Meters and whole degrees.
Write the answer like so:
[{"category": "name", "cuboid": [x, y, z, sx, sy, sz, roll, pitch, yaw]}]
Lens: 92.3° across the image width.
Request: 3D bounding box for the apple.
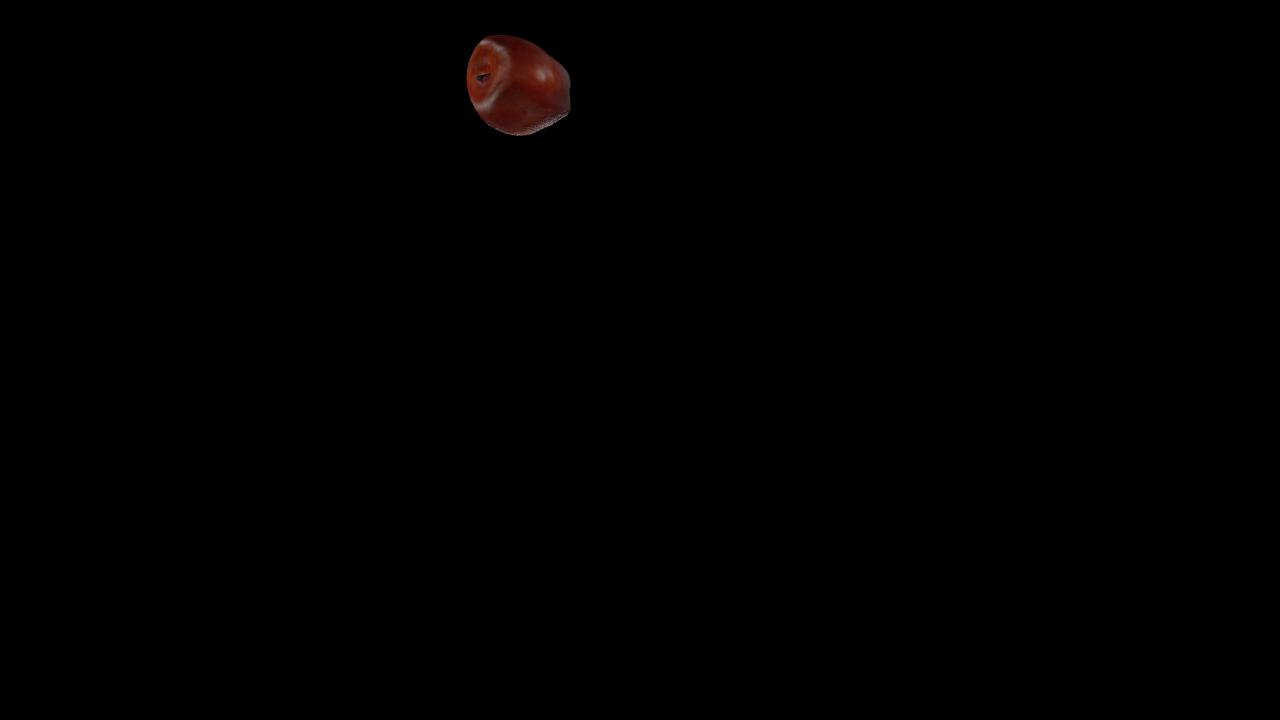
[{"category": "apple", "cuboid": [-0.106, -0.238, 0.538, 0.079, 0.079, 0.093, 0, 6, 40]}]
